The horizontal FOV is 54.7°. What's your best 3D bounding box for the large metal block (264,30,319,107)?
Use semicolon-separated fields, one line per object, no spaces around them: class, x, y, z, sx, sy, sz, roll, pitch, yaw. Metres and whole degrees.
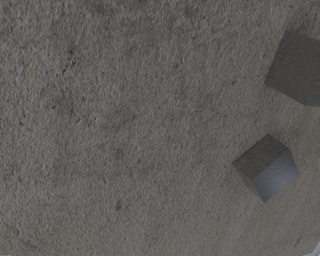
large metal block;0.205;-0.083;0.432;0.050;0.080;0.079;2;118;-29

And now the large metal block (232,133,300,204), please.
large metal block;0.183;0.070;0.534;0.080;0.050;0.080;-39;129;-2
